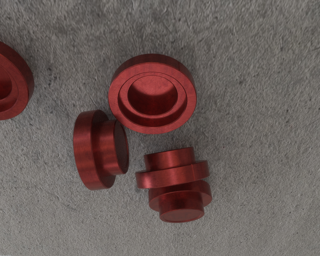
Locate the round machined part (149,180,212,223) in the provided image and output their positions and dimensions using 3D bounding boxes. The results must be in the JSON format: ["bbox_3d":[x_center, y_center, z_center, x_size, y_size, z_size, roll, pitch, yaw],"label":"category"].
[{"bbox_3d":[0.032,0.116,0.478,0.099,0.042,0.098,-4,147,-2],"label":"round machined part"}]

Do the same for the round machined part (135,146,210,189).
[{"bbox_3d":[0.015,0.051,0.417,0.099,0.098,0.042,-10,85,-1],"label":"round machined part"}]

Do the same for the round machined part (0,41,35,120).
[{"bbox_3d":[-0.190,-0.059,0.344,0.099,0.042,0.097,0,130,0],"label":"round machined part"}]

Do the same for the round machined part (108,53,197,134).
[{"bbox_3d":[-0.008,-0.043,0.360,0.099,0.042,0.097,0,130,0],"label":"round machined part"}]

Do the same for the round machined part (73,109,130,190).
[{"bbox_3d":[-0.066,0.025,0.380,0.042,0.098,0.097,-8,130,7],"label":"round machined part"}]
